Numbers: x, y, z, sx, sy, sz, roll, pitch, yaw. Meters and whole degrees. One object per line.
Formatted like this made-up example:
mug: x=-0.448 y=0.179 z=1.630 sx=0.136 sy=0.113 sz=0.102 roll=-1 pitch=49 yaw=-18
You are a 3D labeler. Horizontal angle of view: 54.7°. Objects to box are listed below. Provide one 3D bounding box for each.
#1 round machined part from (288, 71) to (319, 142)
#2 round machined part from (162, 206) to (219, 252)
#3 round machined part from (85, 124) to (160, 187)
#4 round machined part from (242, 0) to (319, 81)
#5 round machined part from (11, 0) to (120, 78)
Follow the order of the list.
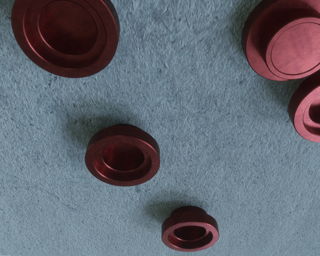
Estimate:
round machined part: x=0.204 y=-0.032 z=0.371 sx=0.099 sy=0.042 sz=0.097 roll=0 pitch=130 yaw=0
round machined part: x=0.052 y=0.174 z=0.544 sx=0.099 sy=0.042 sz=0.097 roll=0 pitch=130 yaw=0
round machined part: x=-0.049 y=0.033 z=0.424 sx=0.099 sy=0.042 sz=0.097 roll=0 pitch=130 yaw=0
round machined part: x=0.138 y=-0.090 z=0.321 sx=0.099 sy=0.042 sz=0.097 roll=0 pitch=130 yaw=0
round machined part: x=-0.089 y=-0.102 z=0.308 sx=0.099 sy=0.042 sz=0.097 roll=0 pitch=130 yaw=0
